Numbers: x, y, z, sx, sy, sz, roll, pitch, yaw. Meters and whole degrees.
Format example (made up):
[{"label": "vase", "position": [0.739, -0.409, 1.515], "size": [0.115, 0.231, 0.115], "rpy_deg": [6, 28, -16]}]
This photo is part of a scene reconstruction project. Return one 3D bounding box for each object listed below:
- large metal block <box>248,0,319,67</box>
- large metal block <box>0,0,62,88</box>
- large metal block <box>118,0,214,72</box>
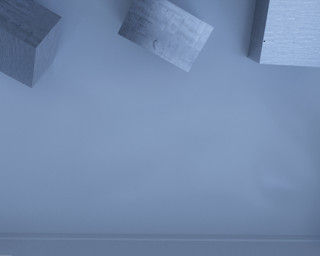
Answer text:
[{"label": "large metal block", "position": [0.153, -0.116, 0.356], "size": [0.081, 0.050, 0.079], "rpy_deg": [3, 110, -1]}, {"label": "large metal block", "position": [-0.162, -0.101, 0.338], "size": [0.080, 0.050, 0.080], "rpy_deg": [29, 148, -11]}, {"label": "large metal block", "position": [0.006, -0.109, 0.342], "size": [0.080, 0.080, 0.050], "rpy_deg": [27, 108, -10]}]
